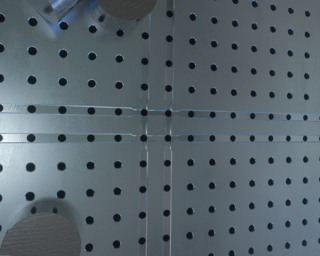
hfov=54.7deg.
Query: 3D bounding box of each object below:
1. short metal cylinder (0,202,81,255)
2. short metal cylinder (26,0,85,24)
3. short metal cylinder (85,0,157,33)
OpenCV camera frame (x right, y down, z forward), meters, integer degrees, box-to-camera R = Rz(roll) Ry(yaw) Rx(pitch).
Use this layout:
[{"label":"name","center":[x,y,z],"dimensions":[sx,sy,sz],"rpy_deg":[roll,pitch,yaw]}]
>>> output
[{"label":"short metal cylinder","center":[-0.133,0.129,0.350],"dimensions":[0.081,0.050,0.079],"rpy_deg":[0,90,-20]},{"label":"short metal cylinder","center":[-0.123,-0.163,0.338],"dimensions":[0.080,0.080,0.050],"rpy_deg":[46,76,-15]},{"label":"short metal cylinder","center":[-0.048,-0.165,0.381],"dimensions":[0.081,0.050,0.079],"rpy_deg":[0,90,-20]}]
